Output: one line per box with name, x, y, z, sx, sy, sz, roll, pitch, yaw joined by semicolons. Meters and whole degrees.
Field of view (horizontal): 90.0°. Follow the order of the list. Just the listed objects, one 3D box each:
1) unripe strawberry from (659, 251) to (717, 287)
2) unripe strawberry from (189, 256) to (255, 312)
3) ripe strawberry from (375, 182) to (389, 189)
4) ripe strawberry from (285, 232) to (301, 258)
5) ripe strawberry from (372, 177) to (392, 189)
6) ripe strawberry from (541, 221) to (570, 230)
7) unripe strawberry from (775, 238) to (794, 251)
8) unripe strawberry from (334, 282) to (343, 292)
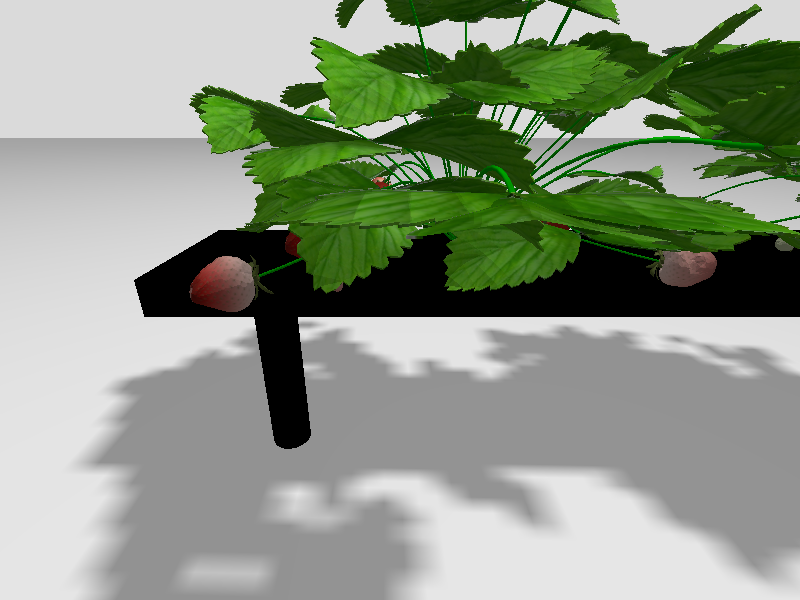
unripe strawberry;0.192;-0.024;0.267;0.032;0.033;0.029;16;28;31
unripe strawberry;-0.104;-0.008;0.234;0.036;0.035;0.033;-19;30;-36
ripe strawberry;-0.027;-0.118;0.472;0.037;0.042;0.040;-14;27;-29
ripe strawberry;-0.070;-0.046;0.314;0.041;0.040;0.038;-9;25;-18
ripe strawberry;-0.028;-0.159;0.579;0.033;0.035;0.036;-8;6;-17
ripe strawberry;0.167;-0.091;0.418;0.040;0.040;0.037;-13;27;-29
unripe strawberry;0.335;-0.050;0.349;0.014;0.015;0.013;-14;24;2
unripe strawberry;-0.042;-0.011;0.263;0.013;0.011;0.011;20;31;38
